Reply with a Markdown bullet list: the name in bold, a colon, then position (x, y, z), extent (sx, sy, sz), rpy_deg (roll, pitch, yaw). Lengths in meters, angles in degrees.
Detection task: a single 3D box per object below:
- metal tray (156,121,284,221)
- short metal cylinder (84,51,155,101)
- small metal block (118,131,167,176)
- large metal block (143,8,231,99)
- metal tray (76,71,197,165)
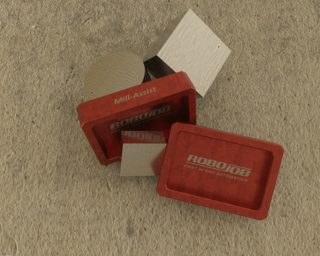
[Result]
- **metal tray**: position (0.069, 0.048, 0.370), extent (0.131, 0.030, 0.089), rpy_deg (13, 94, 4)
- **short metal cylinder**: position (-0.050, -0.052, 0.402), extent (0.080, 0.050, 0.080), rpy_deg (-7, 61, 14)
- **small metal block**: position (-0.023, 0.031, 0.375), extent (0.050, 0.050, 0.025), rpy_deg (1, 34, -14)
- **large metal block**: position (0.035, -0.093, 0.411), extent (0.080, 0.050, 0.080), rpy_deg (39, 71, -21)
- **metal tray**: position (-0.022, -0.009, 0.374), extent (0.131, 0.090, 0.030), rpy_deg (-19, 53, -7)
